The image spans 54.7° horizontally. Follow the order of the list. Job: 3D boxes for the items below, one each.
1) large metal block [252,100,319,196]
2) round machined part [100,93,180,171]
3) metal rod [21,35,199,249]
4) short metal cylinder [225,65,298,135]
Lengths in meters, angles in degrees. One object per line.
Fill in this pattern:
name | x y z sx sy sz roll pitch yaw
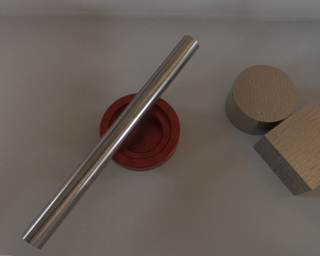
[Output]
large metal block | 0.180 0.026 0.389 0.080 0.050 0.080 -34 74 -12
round machined part | -0.025 0.008 0.397 0.099 0.042 0.098 0 70 -1
metal rod | -0.046 0.003 0.363 0.025 0.025 0.300 34 73 11
short metal cylinder | 0.132 -0.036 0.411 0.081 0.050 0.080 0 70 0
